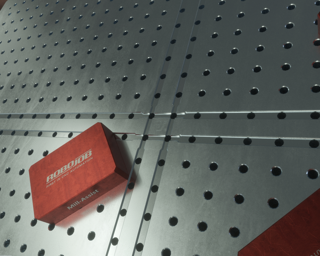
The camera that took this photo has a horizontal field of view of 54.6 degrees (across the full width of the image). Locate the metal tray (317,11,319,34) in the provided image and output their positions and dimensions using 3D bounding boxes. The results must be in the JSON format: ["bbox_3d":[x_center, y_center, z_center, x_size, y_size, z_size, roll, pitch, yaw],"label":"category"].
[{"bbox_3d":[0.257,-0.115,0.341,0.130,0.030,0.090,-18,55,18],"label":"metal tray"}]

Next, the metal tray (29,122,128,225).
[{"bbox_3d":[-0.117,0.062,0.430,0.130,0.030,0.090,-32,51,7],"label":"metal tray"}]

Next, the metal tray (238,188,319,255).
[{"bbox_3d":[0.145,0.109,0.262,0.130,0.030,0.090,-39,51,2],"label":"metal tray"}]
